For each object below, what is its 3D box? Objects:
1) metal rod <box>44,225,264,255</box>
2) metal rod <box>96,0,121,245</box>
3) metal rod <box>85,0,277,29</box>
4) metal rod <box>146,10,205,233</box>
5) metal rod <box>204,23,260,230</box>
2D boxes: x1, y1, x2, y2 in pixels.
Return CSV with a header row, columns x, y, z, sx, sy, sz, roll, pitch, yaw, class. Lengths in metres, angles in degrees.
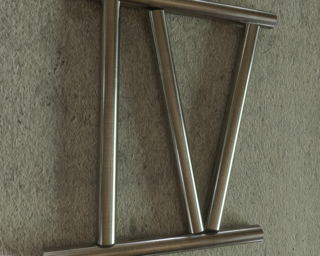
x,y,z,sx,sy,sz,roll,pitch,yaw,class
0.006,0.155,0.413,0.303,0.025,0.025,1,90,-21,metal rod
-0.064,-0.008,0.386,0.025,0.025,0.298,1,90,-20,metal rod
0.029,-0.167,0.422,0.303,0.025,0.025,1,90,-21,metal rod
0.021,-0.006,0.418,0.025,0.025,0.298,-12,94,-20,metal rod
0.104,-0.005,0.449,0.025,0.025,0.298,14,85,-20,metal rod
